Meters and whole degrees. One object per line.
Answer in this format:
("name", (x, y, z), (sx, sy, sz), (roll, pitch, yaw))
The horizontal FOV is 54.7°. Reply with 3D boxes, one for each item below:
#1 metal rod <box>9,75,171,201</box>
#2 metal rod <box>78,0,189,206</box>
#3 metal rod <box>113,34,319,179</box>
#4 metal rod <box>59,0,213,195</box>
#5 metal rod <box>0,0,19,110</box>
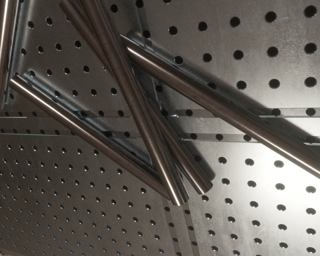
("metal rod", (-0.102, 0.012, 0.470), (0.301, 0.025, 0.025), (35, 129, 4))
("metal rod", (-0.028, -0.031, 0.371), (0.025, 0.025, 0.299), (-11, 113, 32))
("metal rod", (0.075, -0.022, 0.356), (0.301, 0.025, 0.025), (32, 128, 6))
("metal rod", (-0.024, -0.035, 0.400), (0.025, 0.025, 0.299), (-28, 103, 37))
("metal rod", (-0.220, -0.137, 0.439), (0.025, 0.025, 0.298), (36, 129, 4))
